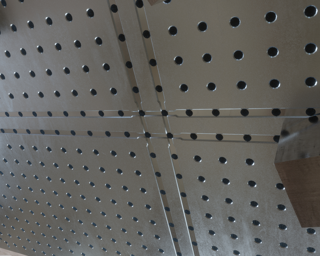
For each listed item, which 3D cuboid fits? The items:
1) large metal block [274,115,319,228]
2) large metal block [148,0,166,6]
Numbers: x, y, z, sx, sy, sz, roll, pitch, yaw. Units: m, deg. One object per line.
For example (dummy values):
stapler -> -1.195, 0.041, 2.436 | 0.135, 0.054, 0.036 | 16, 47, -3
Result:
large metal block -> 0.161, 0.042, 0.317 | 0.050, 0.080, 0.080 | -17, 110, 34
large metal block -> 0.009, -0.174, 0.282 | 0.080, 0.050, 0.080 | -25, 105, 36
